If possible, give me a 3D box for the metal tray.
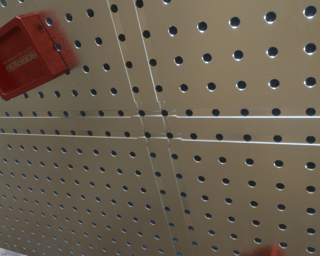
[{"bbox_3d":[-0.207,-0.099,0.452,0.130,0.030,0.090,-14,111,33],"label":"metal tray"}]
